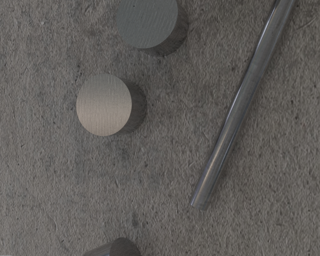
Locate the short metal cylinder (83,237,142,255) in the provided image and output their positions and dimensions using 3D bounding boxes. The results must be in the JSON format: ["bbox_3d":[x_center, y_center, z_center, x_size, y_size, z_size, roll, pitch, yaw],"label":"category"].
[{"bbox_3d":[-0.060,0.190,0.401,0.050,0.080,0.080,-29,81,18],"label":"short metal cylinder"}]

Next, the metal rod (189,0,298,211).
[{"bbox_3d":[0.102,-0.040,0.372,0.025,0.025,0.298,24,98,18],"label":"metal rod"}]

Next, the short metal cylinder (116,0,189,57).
[{"bbox_3d":[-0.008,-0.136,0.399,0.080,0.050,0.079,0,90,20],"label":"short metal cylinder"}]

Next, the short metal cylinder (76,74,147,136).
[{"bbox_3d":[-0.064,-0.030,0.418,0.080,0.050,0.079,0,90,20],"label":"short metal cylinder"}]
